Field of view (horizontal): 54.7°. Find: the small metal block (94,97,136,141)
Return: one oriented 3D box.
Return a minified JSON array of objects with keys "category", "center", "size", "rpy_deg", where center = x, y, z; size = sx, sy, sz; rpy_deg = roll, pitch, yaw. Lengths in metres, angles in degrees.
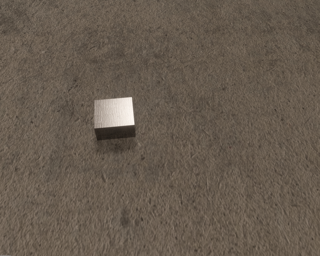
[{"category":"small metal block","center":[-0.060,-0.013,0.413],"size":[0.050,0.025,0.050],"rpy_deg":[-5,50,-5]}]
